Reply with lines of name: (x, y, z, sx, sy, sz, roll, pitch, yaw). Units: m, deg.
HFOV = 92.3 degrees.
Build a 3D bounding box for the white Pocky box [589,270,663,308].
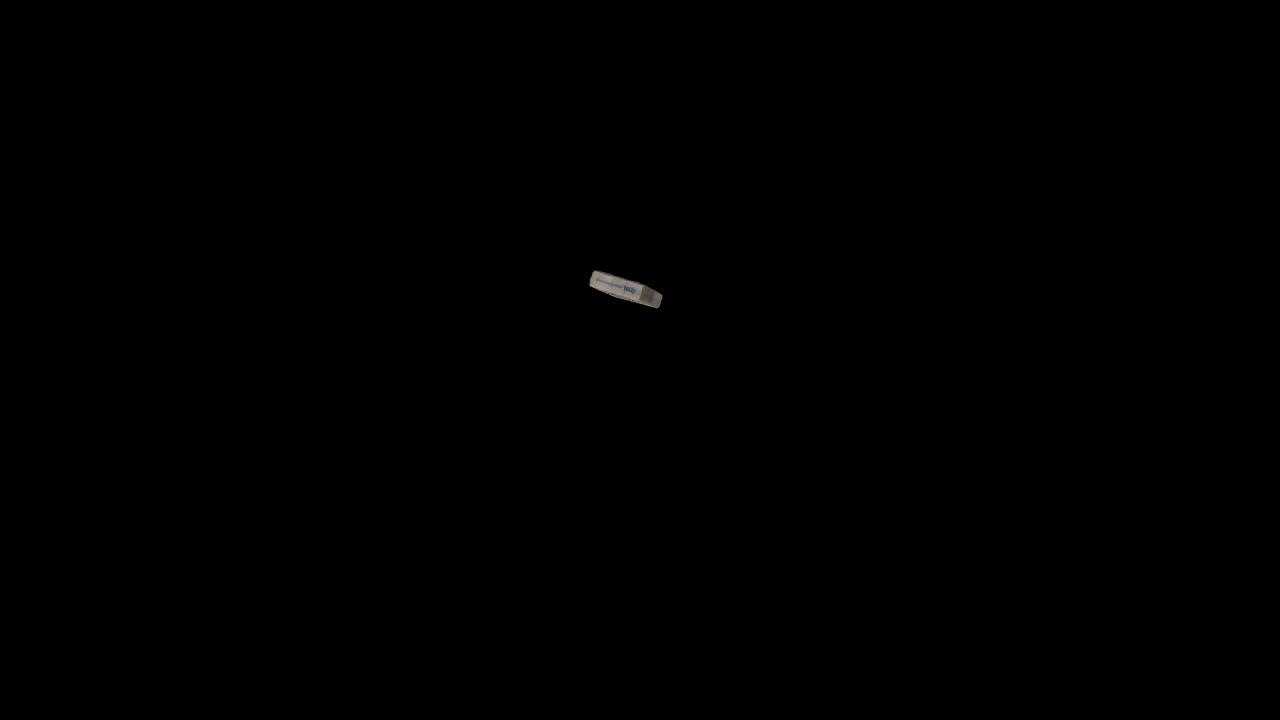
white Pocky box: (-0.018, -0.110, 0.976, 0.084, 0.028, 0.154, 17, 4, 12)
